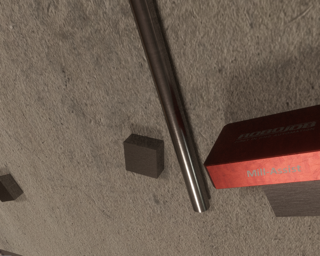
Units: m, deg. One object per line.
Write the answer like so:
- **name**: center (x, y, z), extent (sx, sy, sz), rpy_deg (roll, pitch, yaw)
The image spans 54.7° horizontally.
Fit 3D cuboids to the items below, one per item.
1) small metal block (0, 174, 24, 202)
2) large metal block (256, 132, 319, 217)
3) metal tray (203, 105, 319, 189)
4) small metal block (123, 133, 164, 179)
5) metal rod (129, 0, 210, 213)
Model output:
- **small metal block**: center (-0.325, 0.127, 0.653), extent (0.050, 0.025, 0.050), rpy_deg (-15, 111, 34)
- **large metal block**: center (0.155, 0.048, 0.331), extent (0.080, 0.050, 0.080), rpy_deg (-13, 121, 33)
- **metal tray**: center (0.119, 0.017, 0.312), extent (0.130, 0.090, 0.030), rpy_deg (-13, 112, 33)
- **small metal block**: center (-0.022, 0.040, 0.442), extent (0.050, 0.025, 0.050), rpy_deg (12, 124, 21)
- **metal rod**: center (0.017, -0.018, 0.385), extent (0.025, 0.025, 0.298), rpy_deg (-4, 117, 29)
